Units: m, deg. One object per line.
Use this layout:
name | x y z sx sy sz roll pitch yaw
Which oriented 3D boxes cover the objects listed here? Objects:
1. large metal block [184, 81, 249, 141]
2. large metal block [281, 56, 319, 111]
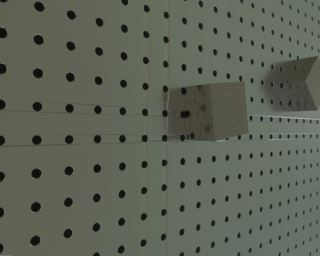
large metal block | 0.086 -0.026 0.468 0.081 0.050 0.079 -10 97 -40
large metal block | 0.309 -0.092 0.656 0.080 0.050 0.080 -53 121 -27
